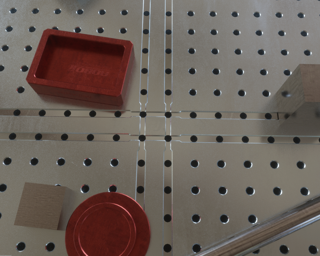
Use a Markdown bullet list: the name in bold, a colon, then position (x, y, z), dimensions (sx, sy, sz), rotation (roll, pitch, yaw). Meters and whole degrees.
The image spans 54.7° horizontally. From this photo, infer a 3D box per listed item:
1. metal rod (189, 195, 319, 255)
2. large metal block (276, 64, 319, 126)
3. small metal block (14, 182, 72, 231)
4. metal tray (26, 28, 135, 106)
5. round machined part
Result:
- **metal rod**: position (0.114, 0.129, 0.365), dimensions (0.302, 0.025, 0.025), rotation (-21, 72, -8)
- **large metal block**: position (0.207, -0.039, 0.399), dimensions (0.081, 0.080, 0.050), rotation (1, 70, 0)
- **small metal block**: position (-0.140, 0.095, 0.375), dimensions (0.050, 0.025, 0.050), rotation (6, 70, 2)
- **metal tray**: position (-0.109, -0.087, 0.439), dimensions (0.131, 0.030, 0.090), rotation (9, 70, 3)
- **round machined part**: position (-0.060, 0.123, 0.357), dimensions (0.099, 0.042, 0.098), rotation (0, 70, -1)
